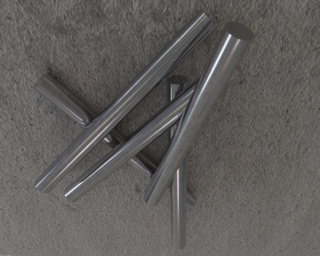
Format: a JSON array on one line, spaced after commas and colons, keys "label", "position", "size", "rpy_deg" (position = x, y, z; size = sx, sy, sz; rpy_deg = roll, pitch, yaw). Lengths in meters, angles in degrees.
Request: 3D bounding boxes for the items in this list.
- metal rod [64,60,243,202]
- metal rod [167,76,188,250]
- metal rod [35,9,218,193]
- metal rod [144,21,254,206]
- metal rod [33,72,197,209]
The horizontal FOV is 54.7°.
[{"label": "metal rod", "position": [-0.027, 0.016, 0.385], "size": [0.025, 0.025, 0.299], "rpy_deg": [36, 123, -27]}, {"label": "metal rod", "position": [0.026, 0.069, 0.441], "size": [0.025, 0.025, 0.298], "rpy_deg": [-2, 123, 1]}, {"label": "metal rod", "position": [-0.054, -0.017, 0.365], "size": [0.025, 0.025, 0.299], "rpy_deg": [37, 113, -27]}, {"label": "metal rod", "position": [0.025, 0.015, 0.357], "size": [0.025, 0.025, 0.298], "rpy_deg": [11, 139, -10]}, {"label": "metal rod", "position": [-0.044, 0.033, 0.434], "size": [0.025, 0.025, 0.300], "rpy_deg": [-32, 124, 24]}]
